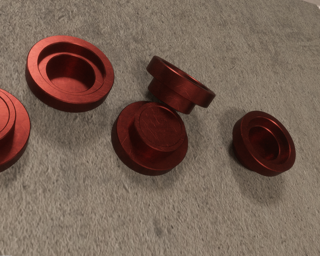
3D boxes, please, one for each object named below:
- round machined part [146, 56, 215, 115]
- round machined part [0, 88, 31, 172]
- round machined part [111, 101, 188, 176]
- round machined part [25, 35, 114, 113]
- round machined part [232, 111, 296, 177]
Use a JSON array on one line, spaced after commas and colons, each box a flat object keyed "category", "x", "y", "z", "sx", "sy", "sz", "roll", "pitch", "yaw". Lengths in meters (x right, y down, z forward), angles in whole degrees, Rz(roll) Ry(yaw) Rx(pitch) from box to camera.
[{"category": "round machined part", "x": 0.023, "y": -0.054, "z": 0.420, "sx": 0.098, "sy": 0.042, "sz": 0.098, "roll": 31, "pitch": 15, "yaw": -9}, {"category": "round machined part", "x": -0.178, "y": -0.004, "z": 0.300, "sx": 0.099, "sy": 0.042, "sz": 0.098, "roll": 14, "pitch": 56, "yaw": -21}, {"category": "round machined part", "x": -0.007, "y": 0.007, "z": 0.387, "sx": 0.099, "sy": 0.042, "sz": 0.098, "roll": 14, "pitch": 56, "yaw": -21}, {"category": "round machined part", "x": -0.108, "y": -0.060, "z": 0.372, "sx": 0.099, "sy": 0.042, "sz": 0.098, "roll": 14, "pitch": 56, "yaw": -21}, {"category": "round machined part", "x": 0.148, "y": 0.026, "z": 0.459, "sx": 0.099, "sy": 0.042, "sz": 0.098, "roll": 14, "pitch": 56, "yaw": -21}]
